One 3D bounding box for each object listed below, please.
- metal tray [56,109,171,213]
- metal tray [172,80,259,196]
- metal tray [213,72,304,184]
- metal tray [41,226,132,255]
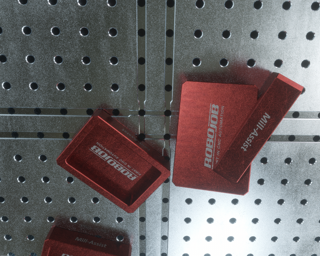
[{"bbox_3d":[-0.061,0.048,0.427,0.130,0.030,0.090,39,105,-14],"label":"metal tray"},{"bbox_3d":[0.068,0.011,0.381,0.090,0.030,0.129,6,90,13],"label":"metal tray"},{"bbox_3d":[0.116,-0.004,0.376,0.030,0.090,0.129,33,108,8],"label":"metal tray"},{"bbox_3d":[-0.120,0.214,0.488,0.131,0.030,0.089,17,109,-7],"label":"metal tray"}]
